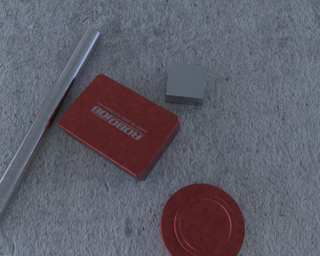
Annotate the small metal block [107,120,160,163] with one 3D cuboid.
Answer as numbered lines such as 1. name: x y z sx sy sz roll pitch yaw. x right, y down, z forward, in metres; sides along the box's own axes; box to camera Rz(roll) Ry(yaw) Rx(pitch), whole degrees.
1. small metal block: -0.033 0.021 0.400 0.050 0.025 0.050 35 73 11

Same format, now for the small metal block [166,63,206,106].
1. small metal block: 0.036 -0.060 0.431 0.050 0.025 0.050 6 70 2

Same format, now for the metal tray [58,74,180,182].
1. metal tray: -0.051 -0.003 0.399 0.130 0.030 0.090 30 72 16

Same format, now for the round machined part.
1. round machined part: 0.050 0.113 0.358 0.099 0.042 0.098 0 70 -1

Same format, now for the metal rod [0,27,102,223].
1. metal rod: -0.153 -0.009 0.409 0.025 0.025 0.300 20 71 7
